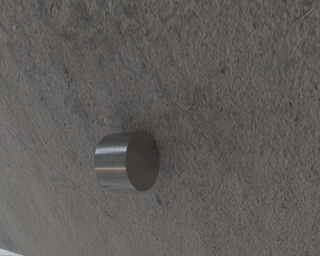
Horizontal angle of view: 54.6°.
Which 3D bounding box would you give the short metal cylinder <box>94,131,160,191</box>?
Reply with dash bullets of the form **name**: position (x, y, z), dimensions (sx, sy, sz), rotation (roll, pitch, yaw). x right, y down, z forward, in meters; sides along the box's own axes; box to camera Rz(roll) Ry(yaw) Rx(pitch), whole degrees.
- **short metal cylinder**: position (-0.043, 0.045, 0.422), dimensions (0.050, 0.080, 0.080), rotation (-5, 116, 31)
